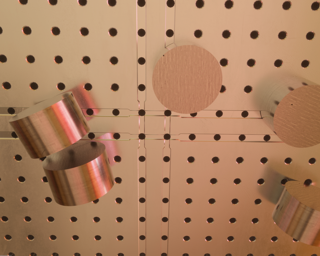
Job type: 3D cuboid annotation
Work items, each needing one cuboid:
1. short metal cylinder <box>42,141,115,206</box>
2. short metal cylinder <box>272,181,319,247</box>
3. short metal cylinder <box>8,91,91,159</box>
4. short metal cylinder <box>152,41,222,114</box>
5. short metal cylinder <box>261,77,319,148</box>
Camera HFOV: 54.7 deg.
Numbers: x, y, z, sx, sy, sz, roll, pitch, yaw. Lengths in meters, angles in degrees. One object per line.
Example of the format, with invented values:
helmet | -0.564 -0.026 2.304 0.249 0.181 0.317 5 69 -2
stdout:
short metal cylinder | -0.105 0.057 0.404 0.080 0.080 0.050 -10 110 3
short metal cylinder | 0.205 0.116 0.430 0.081 0.080 0.050 13 110 -5
short metal cylinder | -0.134 -0.005 0.380 0.080 0.080 0.050 -21 109 7
short metal cylinder | 0.031 -0.063 0.377 0.081 0.050 0.079 0 110 -1
short metal cylinder | 0.176 -0.021 0.395 0.081 0.050 0.079 0 110 -1
